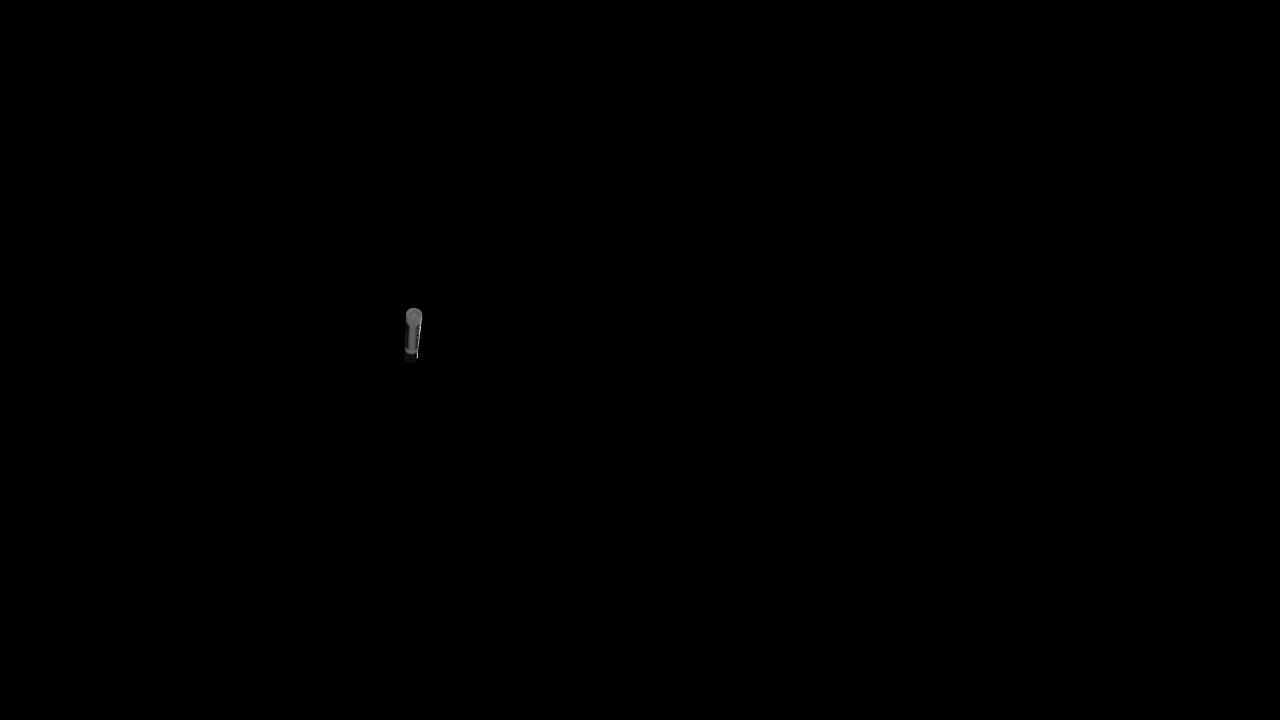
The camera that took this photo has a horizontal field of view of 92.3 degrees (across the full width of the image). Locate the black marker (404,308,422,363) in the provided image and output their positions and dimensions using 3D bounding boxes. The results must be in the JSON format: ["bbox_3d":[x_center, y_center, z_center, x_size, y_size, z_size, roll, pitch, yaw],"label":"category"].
[{"bbox_3d":[-0.296,-0.029,0.798,0.020,0.020,0.121,0,-27,-23],"label":"black marker"}]
